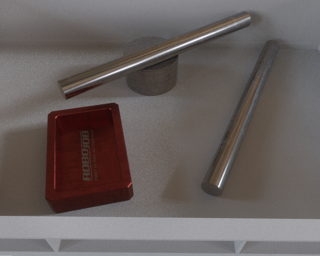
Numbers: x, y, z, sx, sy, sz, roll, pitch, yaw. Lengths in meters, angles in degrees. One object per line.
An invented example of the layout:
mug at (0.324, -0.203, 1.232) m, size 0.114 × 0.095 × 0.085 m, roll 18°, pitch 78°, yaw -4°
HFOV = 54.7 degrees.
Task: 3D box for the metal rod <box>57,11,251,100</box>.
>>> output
metal rod at (0.007, -0.108, 0.430) m, size 0.302 × 0.025 × 0.025 m, roll -26°, pitch 55°, yaw -21°

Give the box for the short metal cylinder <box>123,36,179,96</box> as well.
short metal cylinder at (-0.013, -0.094, 0.468) m, size 0.081 × 0.050 × 0.080 m, roll 0°, pitch 50°, yaw 0°

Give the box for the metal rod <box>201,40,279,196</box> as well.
metal rod at (0.123, -0.034, 0.435) m, size 0.025 × 0.025 × 0.301 m, roll 21°, pitch 53°, yaw 16°

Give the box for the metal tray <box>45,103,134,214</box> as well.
metal tray at (-0.087, 0.030, 0.375) m, size 0.091 × 0.030 × 0.130 m, roll -9°, pitch 51°, yaw -8°
